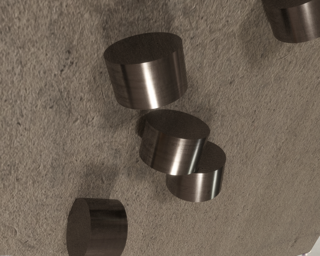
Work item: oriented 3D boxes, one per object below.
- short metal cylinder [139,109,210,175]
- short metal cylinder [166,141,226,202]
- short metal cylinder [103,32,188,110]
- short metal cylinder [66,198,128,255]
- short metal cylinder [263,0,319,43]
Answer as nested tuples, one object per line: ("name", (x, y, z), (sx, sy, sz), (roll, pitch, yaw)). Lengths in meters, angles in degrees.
("short metal cylinder", (0.018, 0.016, 0.392), (0.081, 0.080, 0.050), (-1, 119, -28))
("short metal cylinder", (0.049, 0.058, 0.436), (0.081, 0.080, 0.050), (-13, 124, -22))
("short metal cylinder", (-0.013, -0.062, 0.327), (0.081, 0.080, 0.050), (-22, 127, -15))
("short metal cylinder", (-0.085, 0.134, 0.409), (0.050, 0.080, 0.079), (12, 112, -34))
("short metal cylinder", (0.172, -0.149, 0.375), (0.080, 0.080, 0.050), (-39, 130, -2))
